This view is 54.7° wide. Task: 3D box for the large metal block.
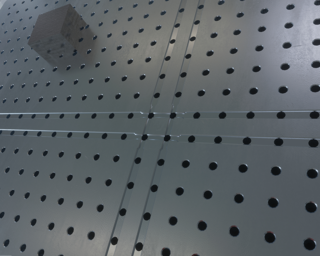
[{"bbox_3d":[-0.204,-0.189,0.616,0.080,0.050,0.080,-9,58,23],"label":"large metal block"}]
